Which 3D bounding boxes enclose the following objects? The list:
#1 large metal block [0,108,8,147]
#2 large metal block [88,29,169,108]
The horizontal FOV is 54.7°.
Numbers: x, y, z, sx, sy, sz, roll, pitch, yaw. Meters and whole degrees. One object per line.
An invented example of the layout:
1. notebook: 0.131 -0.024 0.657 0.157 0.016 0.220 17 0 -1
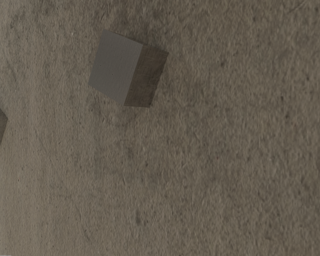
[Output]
1. large metal block: -0.402 -0.009 0.715 0.080 0.050 0.079 39 114 32
2. large metal block: -0.045 -0.081 0.424 0.080 0.050 0.079 31 109 35
